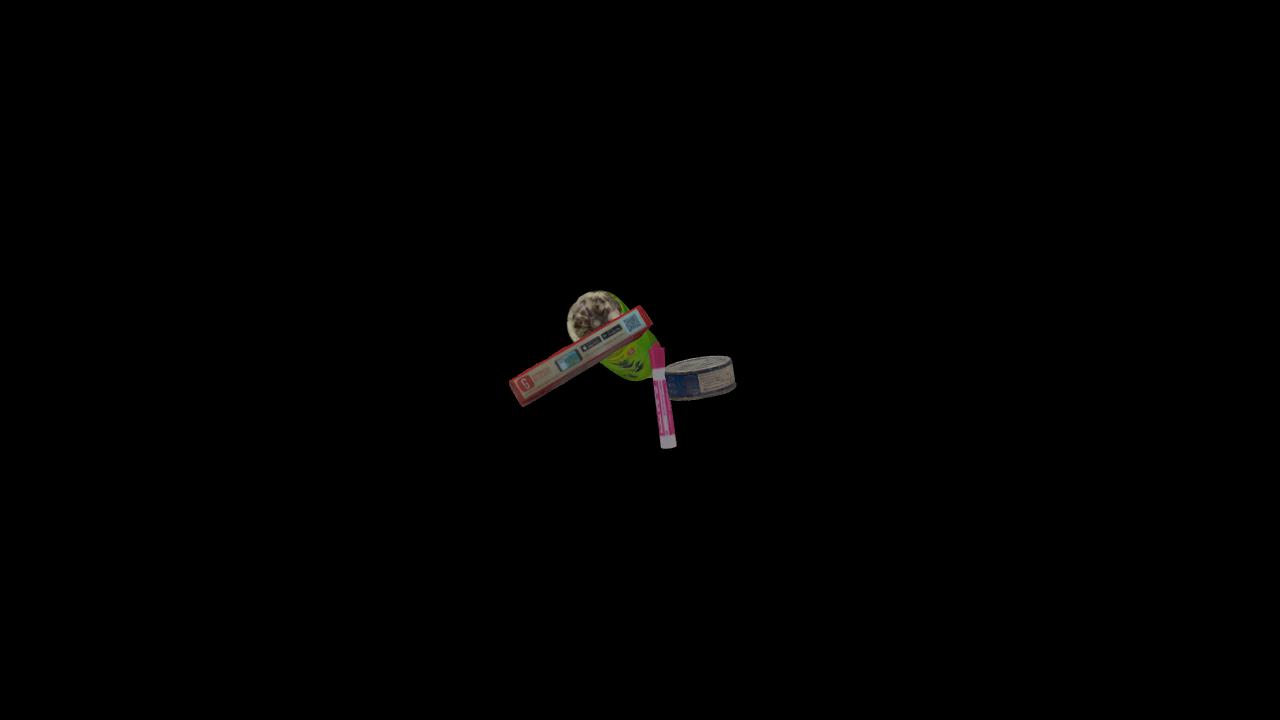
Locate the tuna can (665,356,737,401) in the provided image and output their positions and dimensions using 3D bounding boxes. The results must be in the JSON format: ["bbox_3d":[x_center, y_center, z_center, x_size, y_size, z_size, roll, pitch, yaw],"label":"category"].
[{"bbox_3d":[0.068,0.020,0.714,0.084,0.034,0.084,-10,9,2],"label":"tuna can"}]

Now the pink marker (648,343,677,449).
[{"bbox_3d":[0.026,0.041,0.707,0.020,0.121,0.020,-8,3,0],"label":"pink marker"}]

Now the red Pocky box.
[{"bbox_3d":[-0.063,-0.003,0.643,0.155,0.028,0.083,-31,-2,-12],"label":"red Pocky box"}]

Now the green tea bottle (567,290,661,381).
[{"bbox_3d":[-0.016,-0.017,0.748,0.073,0.073,0.212,0,-15,20],"label":"green tea bottle"}]
